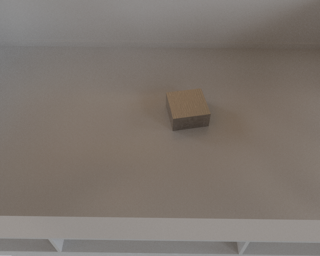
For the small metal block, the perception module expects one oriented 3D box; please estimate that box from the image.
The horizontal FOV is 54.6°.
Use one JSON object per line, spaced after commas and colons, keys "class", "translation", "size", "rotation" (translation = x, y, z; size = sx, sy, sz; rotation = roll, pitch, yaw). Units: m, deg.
{"class": "small metal block", "translation": [0.037, -0.026, 0.427], "size": [0.050, 0.025, 0.050], "rotation": [-8, 50, -7]}
